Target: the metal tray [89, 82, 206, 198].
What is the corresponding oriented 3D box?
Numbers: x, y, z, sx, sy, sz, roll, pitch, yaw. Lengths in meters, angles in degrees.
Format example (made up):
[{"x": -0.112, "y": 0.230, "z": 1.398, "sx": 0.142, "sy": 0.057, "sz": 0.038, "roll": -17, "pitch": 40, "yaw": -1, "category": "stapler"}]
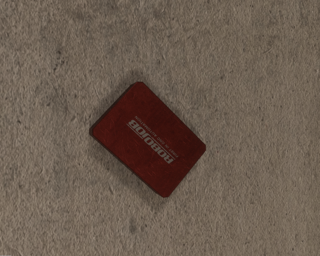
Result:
[{"x": -0.014, "y": 0.016, "z": 0.402, "sx": 0.130, "sy": 0.030, "sz": 0.090, "roll": 44, "pitch": 76, "yaw": -15, "category": "metal tray"}]
